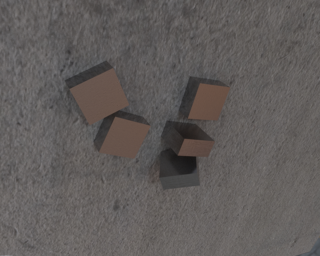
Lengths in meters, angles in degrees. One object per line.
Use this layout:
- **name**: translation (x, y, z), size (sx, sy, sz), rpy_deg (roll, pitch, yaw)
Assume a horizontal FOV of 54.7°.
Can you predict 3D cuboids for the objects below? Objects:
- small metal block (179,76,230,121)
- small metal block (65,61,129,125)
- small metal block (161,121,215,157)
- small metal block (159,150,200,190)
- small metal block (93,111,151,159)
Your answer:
- **small metal block**: translation (0.060, -0.039, 0.417), size (0.050, 0.025, 0.050), rpy_deg (3, 117, -30)
- **small metal block**: translation (-0.069, -0.039, 0.346), size (0.050, 0.025, 0.050), rpy_deg (-29, 129, -11)
- **small metal block**: translation (0.037, 0.015, 0.422), size (0.050, 0.050, 0.025), rpy_deg (6, 115, -32)
- **small metal block**: translation (0.028, 0.055, 0.430), size (0.050, 0.050, 0.025), rpy_deg (-9, 128, 10)
- **small metal block**: translation (-0.048, 0.007, 0.387), size (0.050, 0.025, 0.050), rpy_deg (15, 111, -35)
